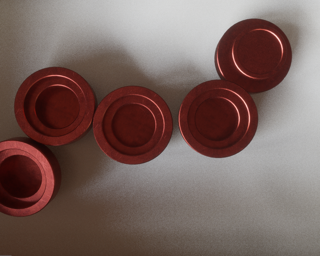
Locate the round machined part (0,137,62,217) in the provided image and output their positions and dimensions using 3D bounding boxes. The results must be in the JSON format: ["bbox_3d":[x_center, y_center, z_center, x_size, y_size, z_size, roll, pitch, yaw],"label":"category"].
[{"bbox_3d":[-0.174,0.059,0.396,0.099,0.042,0.097,1,99,4],"label":"round machined part"}]

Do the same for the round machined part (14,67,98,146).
[{"bbox_3d":[-0.129,-0.026,0.400,0.099,0.042,0.097,0,87,-1],"label":"round machined part"}]

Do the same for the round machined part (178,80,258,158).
[{"bbox_3d":[0.072,-0.011,0.403,0.099,0.042,0.097,0,90,0],"label":"round machined part"}]

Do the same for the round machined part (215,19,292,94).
[{"bbox_3d":[0.124,-0.094,0.404,0.099,0.042,0.097,0,90,0],"label":"round machined part"}]

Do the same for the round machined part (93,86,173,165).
[{"bbox_3d":[-0.034,-0.004,0.401,0.099,0.042,0.097,0,91,-2],"label":"round machined part"}]
